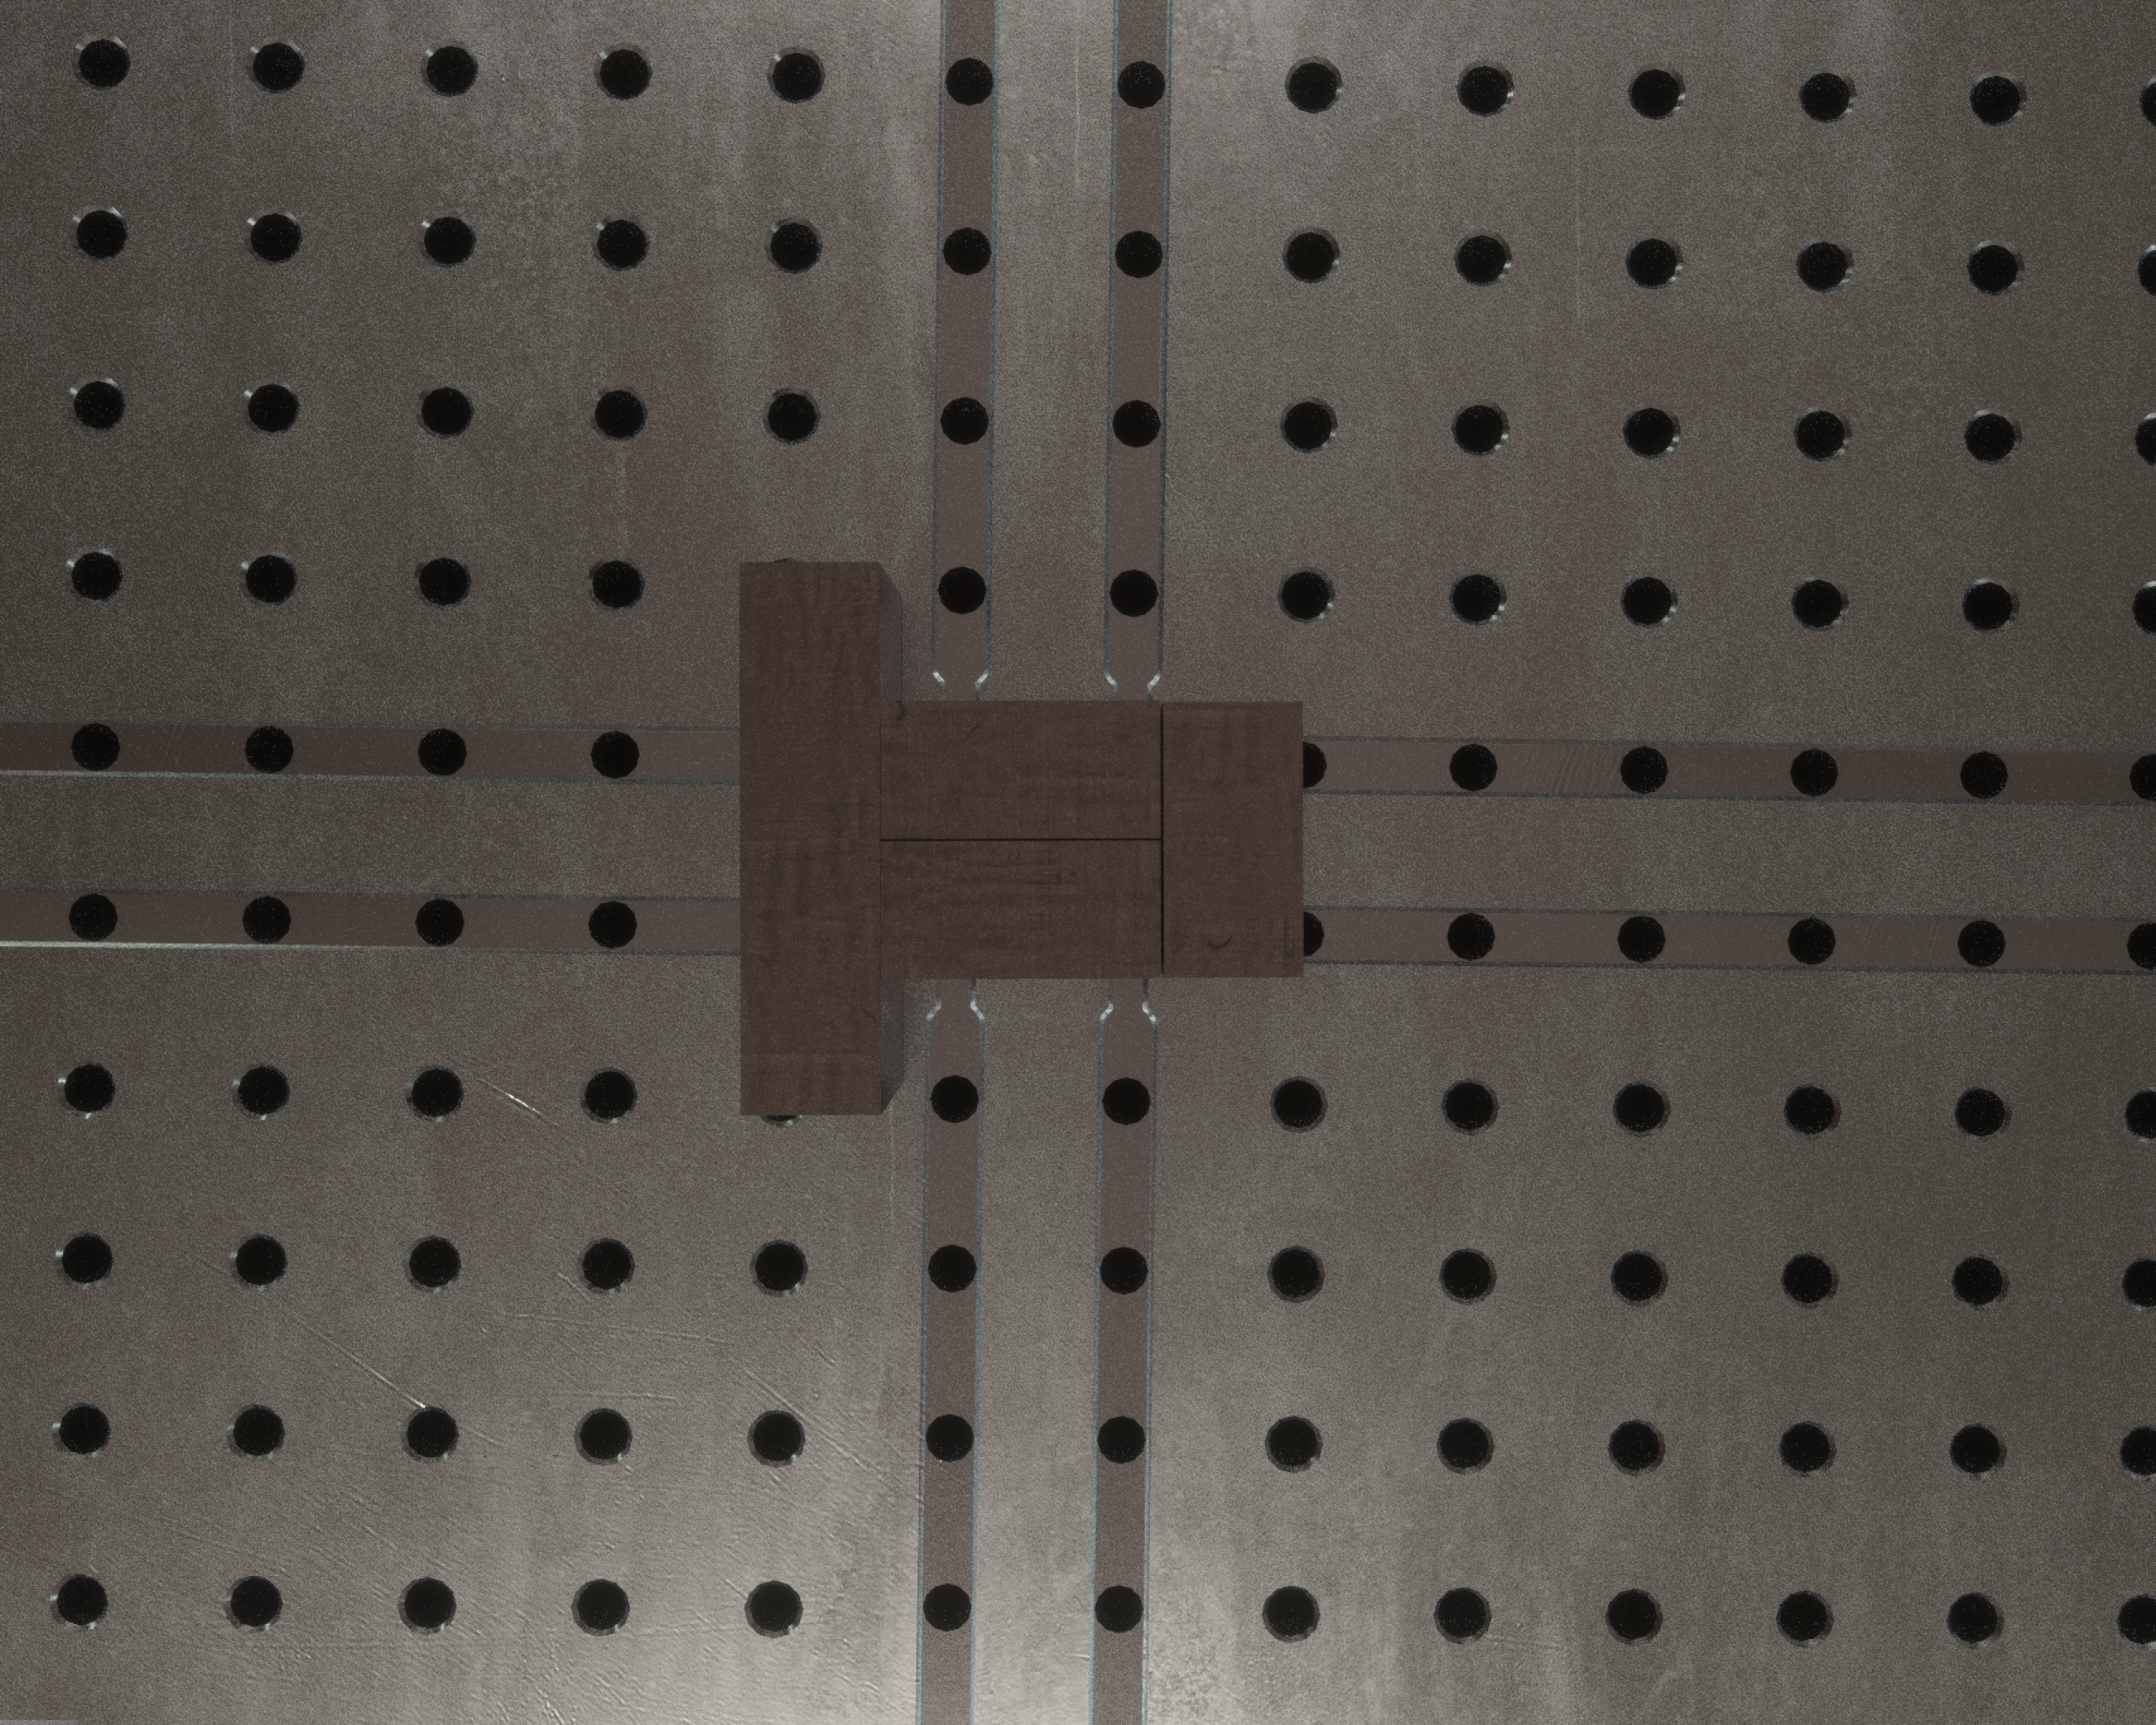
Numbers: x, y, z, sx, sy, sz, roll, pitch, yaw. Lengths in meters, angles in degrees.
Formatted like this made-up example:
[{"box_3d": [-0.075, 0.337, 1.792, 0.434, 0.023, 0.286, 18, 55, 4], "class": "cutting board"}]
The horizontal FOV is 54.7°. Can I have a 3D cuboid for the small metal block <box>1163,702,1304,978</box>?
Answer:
[{"box_3d": [0.028, -0.004, 0.401, 0.025, 0.050, 0.050, 0, 90, 0], "class": "small metal block"}]

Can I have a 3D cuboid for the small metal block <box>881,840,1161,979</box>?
[{"box_3d": [-0.010, 0.008, 0.400, 0.050, 0.050, 0.025, 0, 90, -1], "class": "small metal block"}]

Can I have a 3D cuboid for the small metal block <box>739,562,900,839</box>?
[{"box_3d": [-0.048, -0.029, 0.399, 0.025, 0.050, 0.050, 0, 90, 0], "class": "small metal block"}]

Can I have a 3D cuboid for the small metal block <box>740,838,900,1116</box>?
[{"box_3d": [-0.048, 0.020, 0.400, 0.025, 0.050, 0.050, 0, 90, 0], "class": "small metal block"}]

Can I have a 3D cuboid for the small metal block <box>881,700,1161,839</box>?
[{"box_3d": [-0.010, -0.017, 0.400, 0.050, 0.050, 0.025, 0, 90, -1], "class": "small metal block"}]
